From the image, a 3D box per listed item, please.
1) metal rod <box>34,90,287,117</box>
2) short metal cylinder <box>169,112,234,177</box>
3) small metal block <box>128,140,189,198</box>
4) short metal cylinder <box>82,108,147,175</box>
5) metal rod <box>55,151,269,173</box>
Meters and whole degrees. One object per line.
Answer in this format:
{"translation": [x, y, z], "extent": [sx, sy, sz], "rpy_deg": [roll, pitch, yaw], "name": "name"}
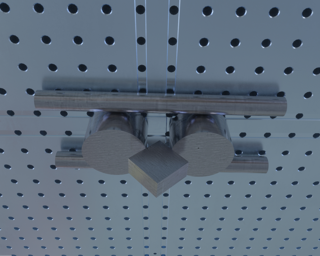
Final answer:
{"translation": [0.002, -0.030, 0.381], "extent": [0.302, 0.025, 0.025], "rpy_deg": [1, 130, -2], "name": "metal rod"}
{"translation": [0.053, 0.019, 0.408], "extent": [0.081, 0.050, 0.079], "rpy_deg": [0, 130, 0], "name": "short metal cylinder"}
{"translation": [-0.002, 0.047, 0.370], "extent": [0.050, 0.050, 0.025], "rpy_deg": [-29, 140, -34], "name": "small metal block"}
{"translation": [-0.057, 0.016, 0.404], "extent": [0.081, 0.050, 0.079], "rpy_deg": [0, 130, 0], "name": "short metal cylinder"}
{"translation": [0.004, 0.050, 0.450], "extent": [0.302, 0.025, 0.025], "rpy_deg": [2, 130, -2], "name": "metal rod"}
